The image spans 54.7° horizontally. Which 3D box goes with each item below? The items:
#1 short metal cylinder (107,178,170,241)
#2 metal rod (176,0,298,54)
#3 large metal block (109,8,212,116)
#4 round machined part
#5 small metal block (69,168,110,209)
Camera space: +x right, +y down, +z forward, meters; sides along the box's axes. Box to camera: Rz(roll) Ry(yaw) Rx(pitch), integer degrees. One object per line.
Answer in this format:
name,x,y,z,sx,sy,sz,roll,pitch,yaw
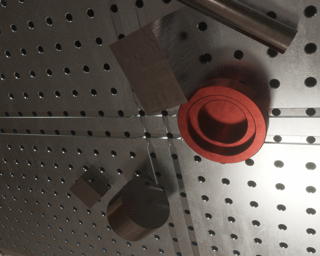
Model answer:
short metal cylinder,-0.033,0.122,0.467,0.080,0.080,0.050,42,129,-1
metal rod,-0.005,-0.156,0.316,0.301,0.025,0.025,30,128,8
large metal block,0.005,-0.071,0.328,0.050,0.080,0.080,-17,110,34
round machined part,0.073,-0.011,0.353,0.098,0.042,0.097,13,124,20
small metal block,-0.123,0.106,0.539,0.050,0.025,0.050,44,129,-3
